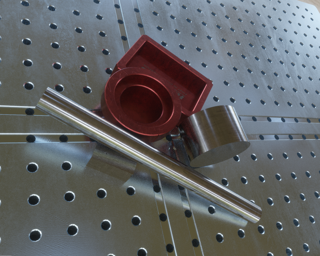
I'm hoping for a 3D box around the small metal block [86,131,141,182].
[{"bbox_3d":[-0.052,0.028,0.364,0.050,0.025,0.050,25,53,-13],"label":"small metal block"}]

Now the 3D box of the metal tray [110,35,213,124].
[{"bbox_3d":[0.006,-0.068,0.450,0.130,0.030,0.090,34,51,-6],"label":"metal tray"}]

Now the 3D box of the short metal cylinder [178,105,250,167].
[{"bbox_3d":[0.069,0.012,0.403,0.081,0.080,0.050,-4,64,-30],"label":"short metal cylinder"}]

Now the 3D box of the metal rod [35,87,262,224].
[{"bbox_3d":[0.004,0.042,0.360,0.301,0.025,0.025,31,51,-20],"label":"metal rod"}]

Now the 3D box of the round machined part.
[{"bbox_3d":[-0.026,-0.025,0.389,0.099,0.042,0.098,12,57,-19],"label":"round machined part"}]
